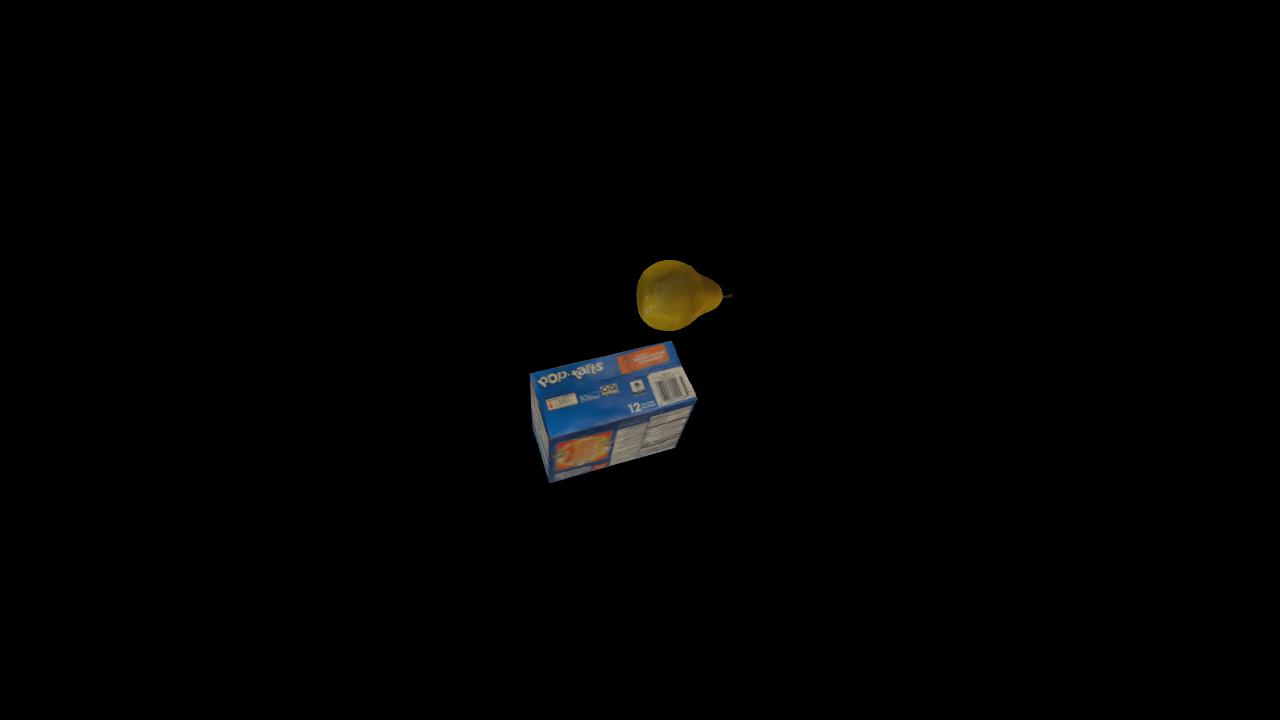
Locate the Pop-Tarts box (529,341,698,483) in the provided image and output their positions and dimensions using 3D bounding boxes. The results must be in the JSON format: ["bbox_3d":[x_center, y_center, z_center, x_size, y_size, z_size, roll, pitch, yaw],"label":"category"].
[{"bbox_3d":[-0.036,0.062,0.715,0.167,0.083,0.141,-13,-28,-15],"label":"Pop-Tarts box"}]

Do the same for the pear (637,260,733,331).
[{"bbox_3d":[0.054,-0.068,0.663,0.111,0.080,0.080,-2,0,-11],"label":"pear"}]
